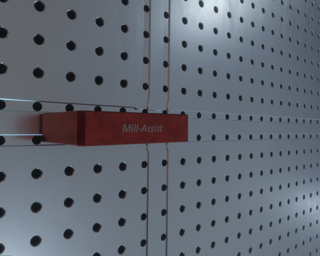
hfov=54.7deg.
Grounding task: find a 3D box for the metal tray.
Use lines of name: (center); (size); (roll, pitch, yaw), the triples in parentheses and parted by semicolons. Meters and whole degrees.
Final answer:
metal tray: (-0.045, 0.000, 0.330); (0.131, 0.090, 0.030); (0, 90, -40)
